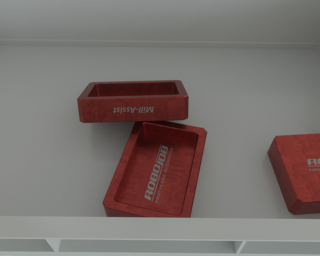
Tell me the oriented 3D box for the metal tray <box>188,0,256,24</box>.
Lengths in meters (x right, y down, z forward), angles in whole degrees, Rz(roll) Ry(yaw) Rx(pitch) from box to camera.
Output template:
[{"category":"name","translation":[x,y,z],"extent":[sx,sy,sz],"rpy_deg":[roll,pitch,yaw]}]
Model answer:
[{"category":"metal tray","translation":[0.117,-0.265,0.628],"extent":[0.091,0.030,0.130],"rpy_deg":[-22,54,-18]}]

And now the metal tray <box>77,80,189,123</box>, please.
[{"category":"metal tray","translation":[-0.033,-0.037,0.406],"extent":[0.131,0.030,0.090],"rpy_deg":[-2,21,-2]}]

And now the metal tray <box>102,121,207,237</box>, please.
[{"category":"metal tray","translation":[-0.001,0.050,0.359],"extent":[0.090,0.030,0.130],"rpy_deg":[11,51,9]}]

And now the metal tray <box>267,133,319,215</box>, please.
[{"category":"metal tray","translation":[0.205,0.050,0.363],"extent":[0.131,0.030,0.090],"rpy_deg":[-3,50,-3]}]
